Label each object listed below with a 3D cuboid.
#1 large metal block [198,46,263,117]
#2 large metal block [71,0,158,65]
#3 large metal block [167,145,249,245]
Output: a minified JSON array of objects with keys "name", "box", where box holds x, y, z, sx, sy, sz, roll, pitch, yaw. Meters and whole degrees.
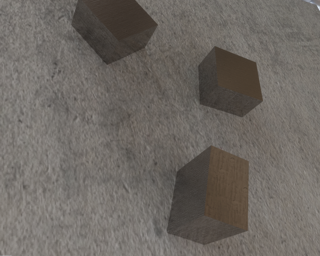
[{"name":"large metal block","box":[0.110,-0.073,0.494,0.081,0.050,0.080,15,56,-20]},{"name":"large metal block","box":[-0.065,-0.148,0.445,0.080,0.050,0.081,49,51,6]},{"name":"large metal block","box":[0.054,0.078,0.352,0.050,0.080,0.080,23,53,-15]}]
